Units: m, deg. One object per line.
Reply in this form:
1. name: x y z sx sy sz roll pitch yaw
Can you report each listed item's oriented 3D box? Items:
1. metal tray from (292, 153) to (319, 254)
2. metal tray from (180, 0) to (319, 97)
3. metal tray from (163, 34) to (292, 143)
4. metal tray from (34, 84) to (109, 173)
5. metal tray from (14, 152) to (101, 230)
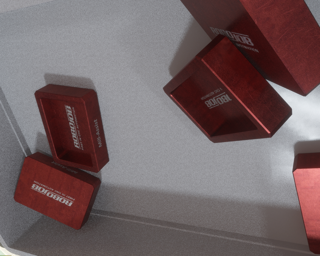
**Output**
1. metal tray: 0.210 0.089 0.350 0.090 0.030 0.129 -7 115 31
2. metal tray: 0.068 -0.082 0.245 0.030 0.130 0.090 -43 114 7
3. metal tray: 0.057 -0.029 0.309 0.090 0.030 0.130 46 168 -5
4. metal tray: -0.133 0.002 0.476 0.090 0.030 0.129 10 123 23
5. metal tray: -0.178 0.107 0.535 0.130 0.030 0.089 23 104 6
